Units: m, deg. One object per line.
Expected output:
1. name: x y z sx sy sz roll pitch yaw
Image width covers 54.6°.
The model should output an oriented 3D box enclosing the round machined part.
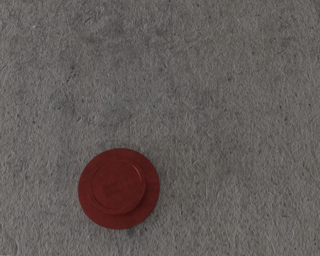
1. round machined part: -0.050 0.071 0.373 0.099 0.042 0.098 0 70 0
